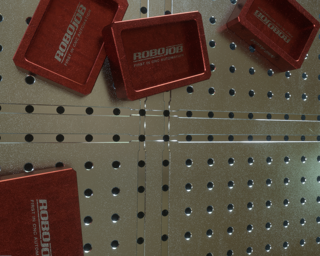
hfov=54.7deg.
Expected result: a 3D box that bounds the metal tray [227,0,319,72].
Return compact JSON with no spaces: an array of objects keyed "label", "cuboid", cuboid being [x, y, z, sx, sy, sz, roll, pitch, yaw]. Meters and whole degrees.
[{"label":"metal tray","cuboid":[0.177,-0.159,0.476,0.130,0.030,0.090,32,79,-18]}]

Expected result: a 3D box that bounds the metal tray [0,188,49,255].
[{"label":"metal tray","cuboid":[-0.202,0.103,0.336,0.130,0.030,0.090,38,78,-16]}]

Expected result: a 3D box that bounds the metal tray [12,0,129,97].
[{"label":"metal tray","cuboid":[-0.104,-0.113,0.371,0.091,0.030,0.130,24,82,-19]}]

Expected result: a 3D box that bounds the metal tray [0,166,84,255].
[{"label":"metal tray","cuboid":[-0.135,0.114,0.341,0.091,0.030,0.129,-6,92,-40]}]

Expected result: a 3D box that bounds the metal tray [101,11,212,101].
[{"label":"metal tray","cuboid":[0.001,-0.093,0.392,0.131,0.030,0.089,-20,105,-29]}]
